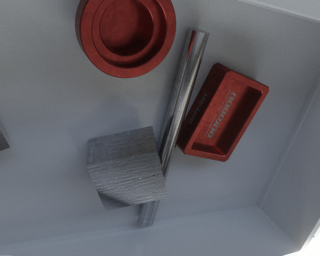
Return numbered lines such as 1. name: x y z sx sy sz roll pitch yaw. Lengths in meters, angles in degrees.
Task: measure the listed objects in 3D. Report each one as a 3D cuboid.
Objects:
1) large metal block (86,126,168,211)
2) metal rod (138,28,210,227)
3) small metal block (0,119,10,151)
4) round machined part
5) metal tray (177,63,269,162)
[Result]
1. large metal block: -0.039 0.051 0.389 0.080 0.050 0.080 -12 126 0
2. metal rod: 0.012 0.016 0.426 0.025 0.025 0.298 0 119 -29
3. small metal block: -0.187 0.003 0.309 0.050 0.025 0.050 -22 127 -16
4. round machined part: -0.036 -0.104 0.315 0.099 0.042 0.097 -14 125 -21
5. metal tray: 0.088 -0.018 0.444 0.091 0.030 0.129 14 111 -35
